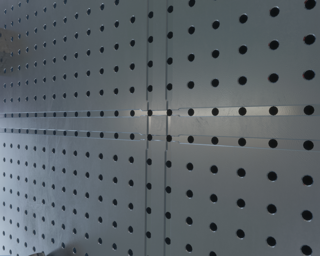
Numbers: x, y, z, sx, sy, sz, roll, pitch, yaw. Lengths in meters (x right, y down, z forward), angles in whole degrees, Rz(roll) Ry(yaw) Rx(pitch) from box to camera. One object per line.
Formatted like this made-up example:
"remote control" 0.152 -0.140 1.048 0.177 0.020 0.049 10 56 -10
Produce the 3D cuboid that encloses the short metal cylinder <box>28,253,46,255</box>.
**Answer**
"short metal cylinder" -0.245 0.278 0.577 0.080 0.081 0.050 -51 60 28

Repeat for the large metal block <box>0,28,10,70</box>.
"large metal block" -0.403 -0.183 0.726 0.080 0.050 0.080 -40 66 33
